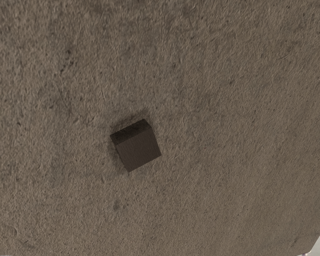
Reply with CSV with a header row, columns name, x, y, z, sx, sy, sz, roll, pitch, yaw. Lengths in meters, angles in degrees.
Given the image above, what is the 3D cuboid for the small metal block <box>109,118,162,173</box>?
name,x,y,z,sx,sy,sz,roll,pitch,yaw
small metal block,-0.031,0.023,0.406,0.050,0.025,0.050,-27,128,-12
